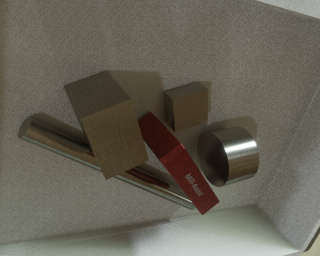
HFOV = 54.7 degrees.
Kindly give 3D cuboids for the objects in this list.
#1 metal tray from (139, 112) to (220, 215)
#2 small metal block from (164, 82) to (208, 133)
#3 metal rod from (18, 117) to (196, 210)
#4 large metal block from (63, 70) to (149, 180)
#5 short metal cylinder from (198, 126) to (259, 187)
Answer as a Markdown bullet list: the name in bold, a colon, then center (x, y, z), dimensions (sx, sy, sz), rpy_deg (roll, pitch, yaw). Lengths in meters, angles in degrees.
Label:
- **metal tray**: center (0.022, 0.048, 0.407), dimensions (0.030, 0.090, 0.130), rpy_deg (-38, 130, -4)
- **small metal block**: center (0.035, -0.028, 0.409), dimensions (0.050, 0.025, 0.050), rpy_deg (-19, 126, -18)
- **metal rod**: center (-0.044, 0.062, 0.422), dimensions (0.301, 0.025, 0.025), rpy_deg (32, 100, -39)
- **large metal block**: center (-0.059, -0.005, 0.337), dimensions (0.050, 0.080, 0.080), rpy_deg (-24, 128, -14)
- **short metal cylinder**: center (0.097, 0.041, 0.452), dimensions (0.050, 0.080, 0.079), rpy_deg (-11, 123, -22)
